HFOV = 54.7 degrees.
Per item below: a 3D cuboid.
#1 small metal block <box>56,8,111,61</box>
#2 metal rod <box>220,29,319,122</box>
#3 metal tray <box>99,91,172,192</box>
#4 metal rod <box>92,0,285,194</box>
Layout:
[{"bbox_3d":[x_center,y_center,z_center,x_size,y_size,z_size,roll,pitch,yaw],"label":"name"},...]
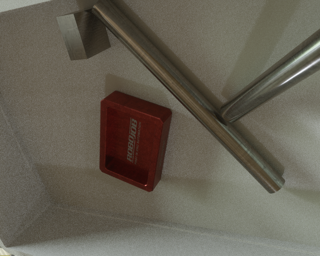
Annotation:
[{"bbox_3d":[-0.089,-0.113,0.368,0.025,0.050,0.050,2,119,27],"label":"small metal block"},{"bbox_3d":[0.120,-0.060,0.219,0.025,0.025,0.299,41,157,-1],"label":"metal rod"},{"bbox_3d":[-0.038,0.021,0.436,0.090,0.030,0.129,20,126,16],"label":"metal tray"},{"bbox_3d":[0.036,-0.036,0.366,0.300,0.025,0.025,45,129,-4],"label":"metal rod"}]
